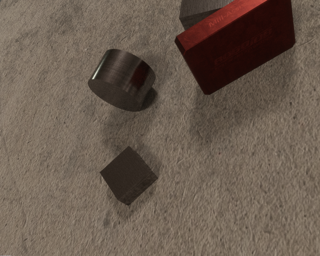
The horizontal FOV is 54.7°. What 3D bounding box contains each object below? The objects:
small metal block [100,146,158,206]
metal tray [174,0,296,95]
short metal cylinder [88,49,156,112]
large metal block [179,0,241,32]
[{"bbox_3d":[-0.039,0.059,0.387,0.050,0.025,0.050,-43,51,-2],"label":"small metal block"},{"bbox_3d":[0.094,-0.105,0.376,0.130,0.090,0.030,-30,52,8],"label":"metal tray"},{"bbox_3d":[-0.053,-0.065,0.435,0.080,0.080,0.050,13,69,33],"label":"short metal cylinder"},{"bbox_3d":[0.079,-0.181,0.457,0.080,0.050,0.080,-5,59,25],"label":"large metal block"}]
